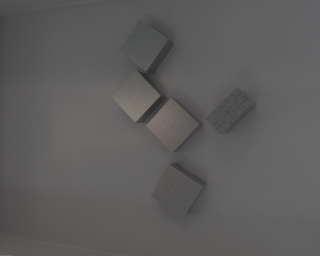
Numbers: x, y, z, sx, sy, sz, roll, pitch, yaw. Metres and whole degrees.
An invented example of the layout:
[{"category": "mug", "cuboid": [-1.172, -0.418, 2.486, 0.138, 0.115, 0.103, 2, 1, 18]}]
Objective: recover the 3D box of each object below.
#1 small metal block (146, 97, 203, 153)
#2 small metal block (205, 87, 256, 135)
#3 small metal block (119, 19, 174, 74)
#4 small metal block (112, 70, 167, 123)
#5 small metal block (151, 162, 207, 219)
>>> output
[{"category": "small metal block", "cuboid": [0.019, -0.004, 0.404, 0.050, 0.025, 0.050, 45, 104, 14]}, {"category": "small metal block", "cuboid": [0.085, -0.019, 0.367, 0.050, 0.050, 0.025, -46, 76, 14]}, {"category": "small metal block", "cuboid": [-0.018, -0.108, 0.417, 0.050, 0.025, 0.050, 39, 102, 15]}, {"category": "small metal block", "cuboid": [-0.028, -0.042, 0.420, 0.050, 0.025, 0.050, -46, 76, 14]}, {"category": "small metal block", "cuboid": [0.025, 0.080, 0.402, 0.050, 0.025, 0.050, 32, 100, 17]}]
